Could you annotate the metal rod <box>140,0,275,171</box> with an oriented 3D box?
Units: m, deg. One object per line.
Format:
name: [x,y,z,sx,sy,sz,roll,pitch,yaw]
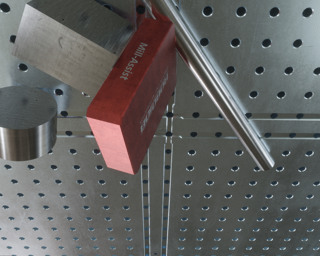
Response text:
metal rod: [0.072,-0.041,0.376,0.025,0.025,0.300,-28,125,21]

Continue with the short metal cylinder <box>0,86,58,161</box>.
short metal cylinder: [-0.165,-0.007,0.368,0.081,0.080,0.050,10,129,-9]

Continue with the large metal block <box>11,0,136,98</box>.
large metal block: [-0.077,-0.085,0.295,0.080,0.080,0.050,29,125,-12]

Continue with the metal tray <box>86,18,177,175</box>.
metal tray: [-0.019,-0.032,0.302,0.030,0.130,0.090,14,146,14]
